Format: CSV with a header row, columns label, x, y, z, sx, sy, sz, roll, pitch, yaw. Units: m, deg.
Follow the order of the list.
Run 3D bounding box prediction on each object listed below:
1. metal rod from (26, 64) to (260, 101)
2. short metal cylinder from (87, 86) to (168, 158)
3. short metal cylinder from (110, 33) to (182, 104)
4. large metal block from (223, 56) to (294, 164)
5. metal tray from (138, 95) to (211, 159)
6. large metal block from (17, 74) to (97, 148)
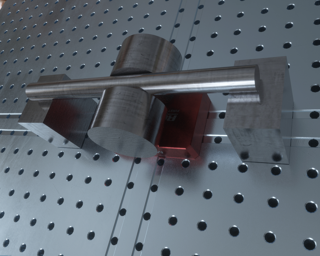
label,x,y,z,sx,sy,sz,roll,pitch,yaw
metal rod,-0.043,-0.048,0.357,0.300,0.025,0.025,1,62,28
short metal cylinder,-0.036,-0.004,0.356,0.080,0.080,0.050,1,62,28
short metal cylinder,-0.017,-0.071,0.387,0.080,0.080,0.050,1,62,28
large metal block,0.107,-0.016,0.325,0.050,0.080,0.080,1,62,29
metal tray,-0.006,-0.010,0.414,0.130,0.030,0.090,2,62,29
large metal block,-0.149,-0.023,0.464,0.050,0.080,0.080,1,62,29
